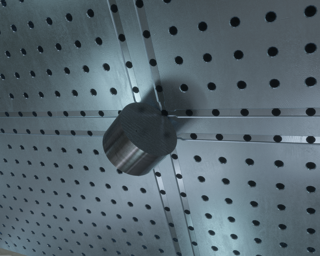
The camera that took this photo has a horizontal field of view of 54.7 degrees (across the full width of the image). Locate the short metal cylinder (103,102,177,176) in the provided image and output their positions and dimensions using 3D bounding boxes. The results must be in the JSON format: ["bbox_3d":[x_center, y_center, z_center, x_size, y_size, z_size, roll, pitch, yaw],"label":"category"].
[{"bbox_3d":[-0.026,0.014,0.395,0.080,0.080,0.050,42,129,-1],"label":"short metal cylinder"}]
